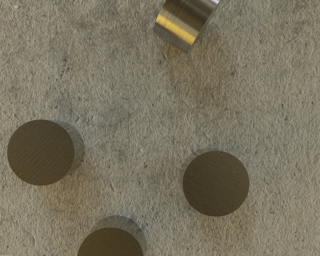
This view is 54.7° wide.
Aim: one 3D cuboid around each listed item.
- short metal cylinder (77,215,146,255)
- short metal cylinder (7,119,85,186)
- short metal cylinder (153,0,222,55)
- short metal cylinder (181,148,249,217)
[{"bbox_3d":[-0.059,0.159,0.397,0.081,0.050,0.080,0,90,0],"label":"short metal cylinder"},{"bbox_3d":[-0.143,0.029,0.396,0.081,0.050,0.080,0,90,0],"label":"short metal cylinder"},{"bbox_3d":[0.034,-0.138,0.382,0.050,0.080,0.080,33,90,0],"label":"short metal cylinder"},{"bbox_3d":[0.068,0.067,0.398,0.081,0.050,0.080,0,90,0],"label":"short metal cylinder"}]
